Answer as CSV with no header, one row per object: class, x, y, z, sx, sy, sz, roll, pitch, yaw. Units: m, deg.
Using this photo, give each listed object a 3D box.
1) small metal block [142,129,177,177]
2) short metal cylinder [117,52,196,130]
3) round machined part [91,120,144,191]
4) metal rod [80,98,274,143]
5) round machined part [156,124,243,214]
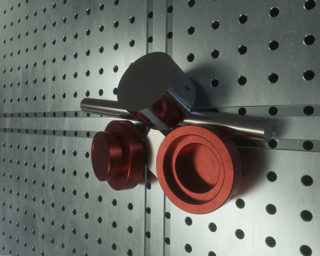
small metal block,0.003,0.031,0.402,0.050,0.025,0.050,44,116,31
short metal cylinder,-0.004,-0.044,0.373,0.080,0.050,0.080,-17,55,27
round machined part,-0.064,0.038,0.429,0.098,0.042,0.097,3,93,58
metal rod,-0.004,-0.017,0.408,0.300,0.025,0.025,10,96,39
round machined part,0.047,0.044,0.352,0.098,0.042,0.097,2,94,37
